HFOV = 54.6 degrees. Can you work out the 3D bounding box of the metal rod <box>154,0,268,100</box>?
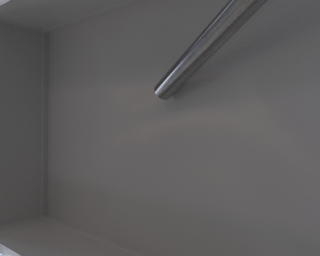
[{"bbox_3d":[0.071,-0.107,0.287,0.299,0.025,0.025,-41,64,53],"label":"metal rod"}]
